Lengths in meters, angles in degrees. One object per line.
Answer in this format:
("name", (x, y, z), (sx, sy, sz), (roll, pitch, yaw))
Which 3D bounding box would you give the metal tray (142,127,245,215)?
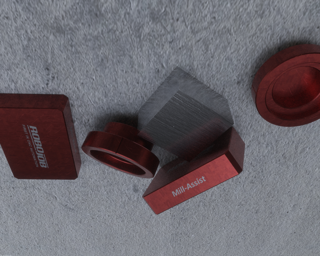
("metal tray", (0.046, 0.055, 0.409), (0.130, 0.090, 0.030), (-33, 97, 24))

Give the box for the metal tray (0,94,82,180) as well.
("metal tray", (-0.162, 0.016, 0.415), (0.091, 0.030, 0.129), (1, 130, -2))

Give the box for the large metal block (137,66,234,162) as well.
("large metal block", (0.029, -0.014, 0.379), (0.080, 0.050, 0.080), (29, 124, -23))

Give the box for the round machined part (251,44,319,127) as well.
("round machined part", (0.154, -0.051, 0.355), (0.099, 0.042, 0.097), (-1, 130, 0))

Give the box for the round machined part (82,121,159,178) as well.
("round machined part", (-0.046, 0.026, 0.398), (0.098, 0.042, 0.098), (19, 160, 7))
